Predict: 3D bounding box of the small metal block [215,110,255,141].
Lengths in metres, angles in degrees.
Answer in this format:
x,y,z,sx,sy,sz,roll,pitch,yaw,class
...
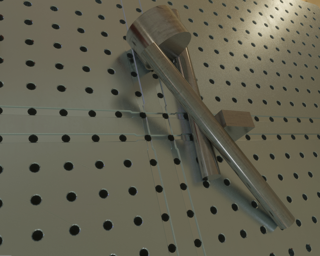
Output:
x,y,z,sx,sy,sz,roll,pitch,yaw,class
0.098,-0.001,0.445,0.050,0.050,0.025,3,61,-27,small metal block

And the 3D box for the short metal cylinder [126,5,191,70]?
x,y,z,sx,sy,sz,roll,pitch,yaw,class
-0.002,-0.130,0.451,0.081,0.080,0.050,-26,76,-37,short metal cylinder

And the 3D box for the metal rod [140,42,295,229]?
x,y,z,sx,sy,sz,roll,pitch,yaw,class
0.079,0.013,0.410,0.300,0.025,0.025,51,51,-5,metal rod

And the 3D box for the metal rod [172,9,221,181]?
x,y,z,sx,sy,sz,roll,pitch,yaw,class
0.044,-0.067,0.472,0.025,0.025,0.299,4,60,-26,metal rod
